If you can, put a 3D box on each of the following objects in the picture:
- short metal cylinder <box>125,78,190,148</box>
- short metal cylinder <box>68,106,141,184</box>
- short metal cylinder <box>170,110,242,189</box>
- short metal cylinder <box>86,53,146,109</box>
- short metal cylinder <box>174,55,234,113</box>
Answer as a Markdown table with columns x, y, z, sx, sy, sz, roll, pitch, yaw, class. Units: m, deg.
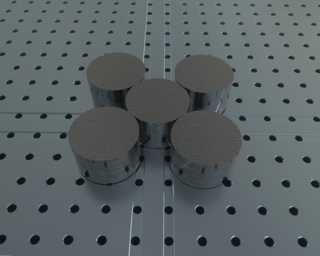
| x | y | z | sx | sy | sz | roll | pitch | yaw | class |
| --- | --- | --- | --- | --- | --- | --- | --- | --- | --- |
| -0.003 | -0.020 | 0.407 | 0.081 | 0.050 | 0.080 | 0 | 50 | 0 | short metal cylinder |
| -0.064 | 0.020 | 0.372 | 0.081 | 0.050 | 0.080 | 0 | 50 | 0 | short metal cylinder |
| 0.052 | 0.025 | 0.370 | 0.081 | 0.050 | 0.080 | 0 | 50 | 0 | short metal cylinder |
| -0.060 | -0.063 | 0.443 | 0.081 | 0.050 | 0.080 | 0 | 50 | 0 | short metal cylinder |
| 0.060 | -0.059 | 0.439 | 0.081 | 0.050 | 0.080 | 0 | 50 | 0 | short metal cylinder |
